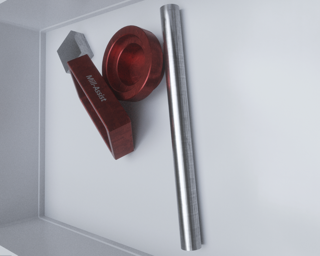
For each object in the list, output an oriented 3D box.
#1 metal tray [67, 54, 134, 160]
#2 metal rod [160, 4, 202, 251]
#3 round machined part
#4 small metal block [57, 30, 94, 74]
[{"bbox_3d":[-0.083,-0.029,0.436,0.130,0.030,0.090,55,162,25],"label":"metal tray"},{"bbox_3d":[0.025,-0.004,0.384,0.025,0.025,0.298,-8,85,39],"label":"metal rod"},{"bbox_3d":[-0.031,-0.084,0.417,0.098,0.042,0.097,-2,87,43],"label":"round machined part"},{"bbox_3d":[-0.143,-0.126,0.522,0.050,0.025,0.050,-41,65,32],"label":"small metal block"}]
